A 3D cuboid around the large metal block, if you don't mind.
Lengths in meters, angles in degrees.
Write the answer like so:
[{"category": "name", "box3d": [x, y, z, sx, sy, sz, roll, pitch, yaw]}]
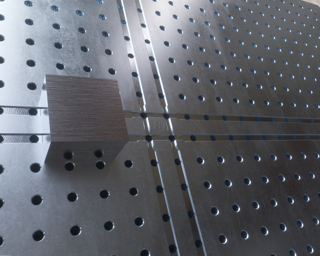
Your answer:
[{"category": "large metal block", "box3d": [-0.088, -0.010, 0.351, 0.081, 0.050, 0.080, 0, 62, -28]}]
